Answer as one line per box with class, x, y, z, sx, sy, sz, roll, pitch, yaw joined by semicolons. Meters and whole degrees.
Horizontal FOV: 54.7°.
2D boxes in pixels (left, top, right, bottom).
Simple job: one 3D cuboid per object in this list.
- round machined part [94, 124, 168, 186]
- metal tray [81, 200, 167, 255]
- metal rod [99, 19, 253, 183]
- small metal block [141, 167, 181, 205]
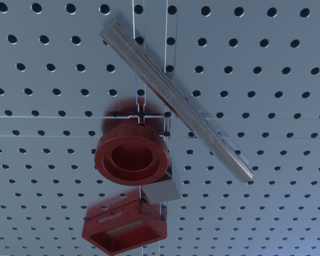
round machined part;-0.038;0.033;0.428;0.099;0.042;0.097;-1;130;0
metal tray;-0.064;0.185;0.565;0.130;0.030;0.090;-25;126;19
metal rod;0.039;-0.015;0.399;0.025;0.025;0.300;-31;124;23
small metal block;0.002;0.092;0.490;0.050;0.025;0.050;-14;129;11
